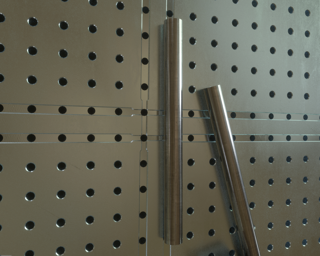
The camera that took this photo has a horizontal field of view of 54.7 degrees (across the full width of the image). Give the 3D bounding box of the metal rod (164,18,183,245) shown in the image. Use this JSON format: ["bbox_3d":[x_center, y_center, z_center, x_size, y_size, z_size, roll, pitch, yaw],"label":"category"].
[{"bbox_3d":[0.018,0.005,0.419,0.025,0.025,0.298,0,90,-20],"label":"metal rod"}]

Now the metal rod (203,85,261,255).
[{"bbox_3d":[0.110,0.085,0.453,0.025,0.025,0.298,-16,96,-19],"label":"metal rod"}]
